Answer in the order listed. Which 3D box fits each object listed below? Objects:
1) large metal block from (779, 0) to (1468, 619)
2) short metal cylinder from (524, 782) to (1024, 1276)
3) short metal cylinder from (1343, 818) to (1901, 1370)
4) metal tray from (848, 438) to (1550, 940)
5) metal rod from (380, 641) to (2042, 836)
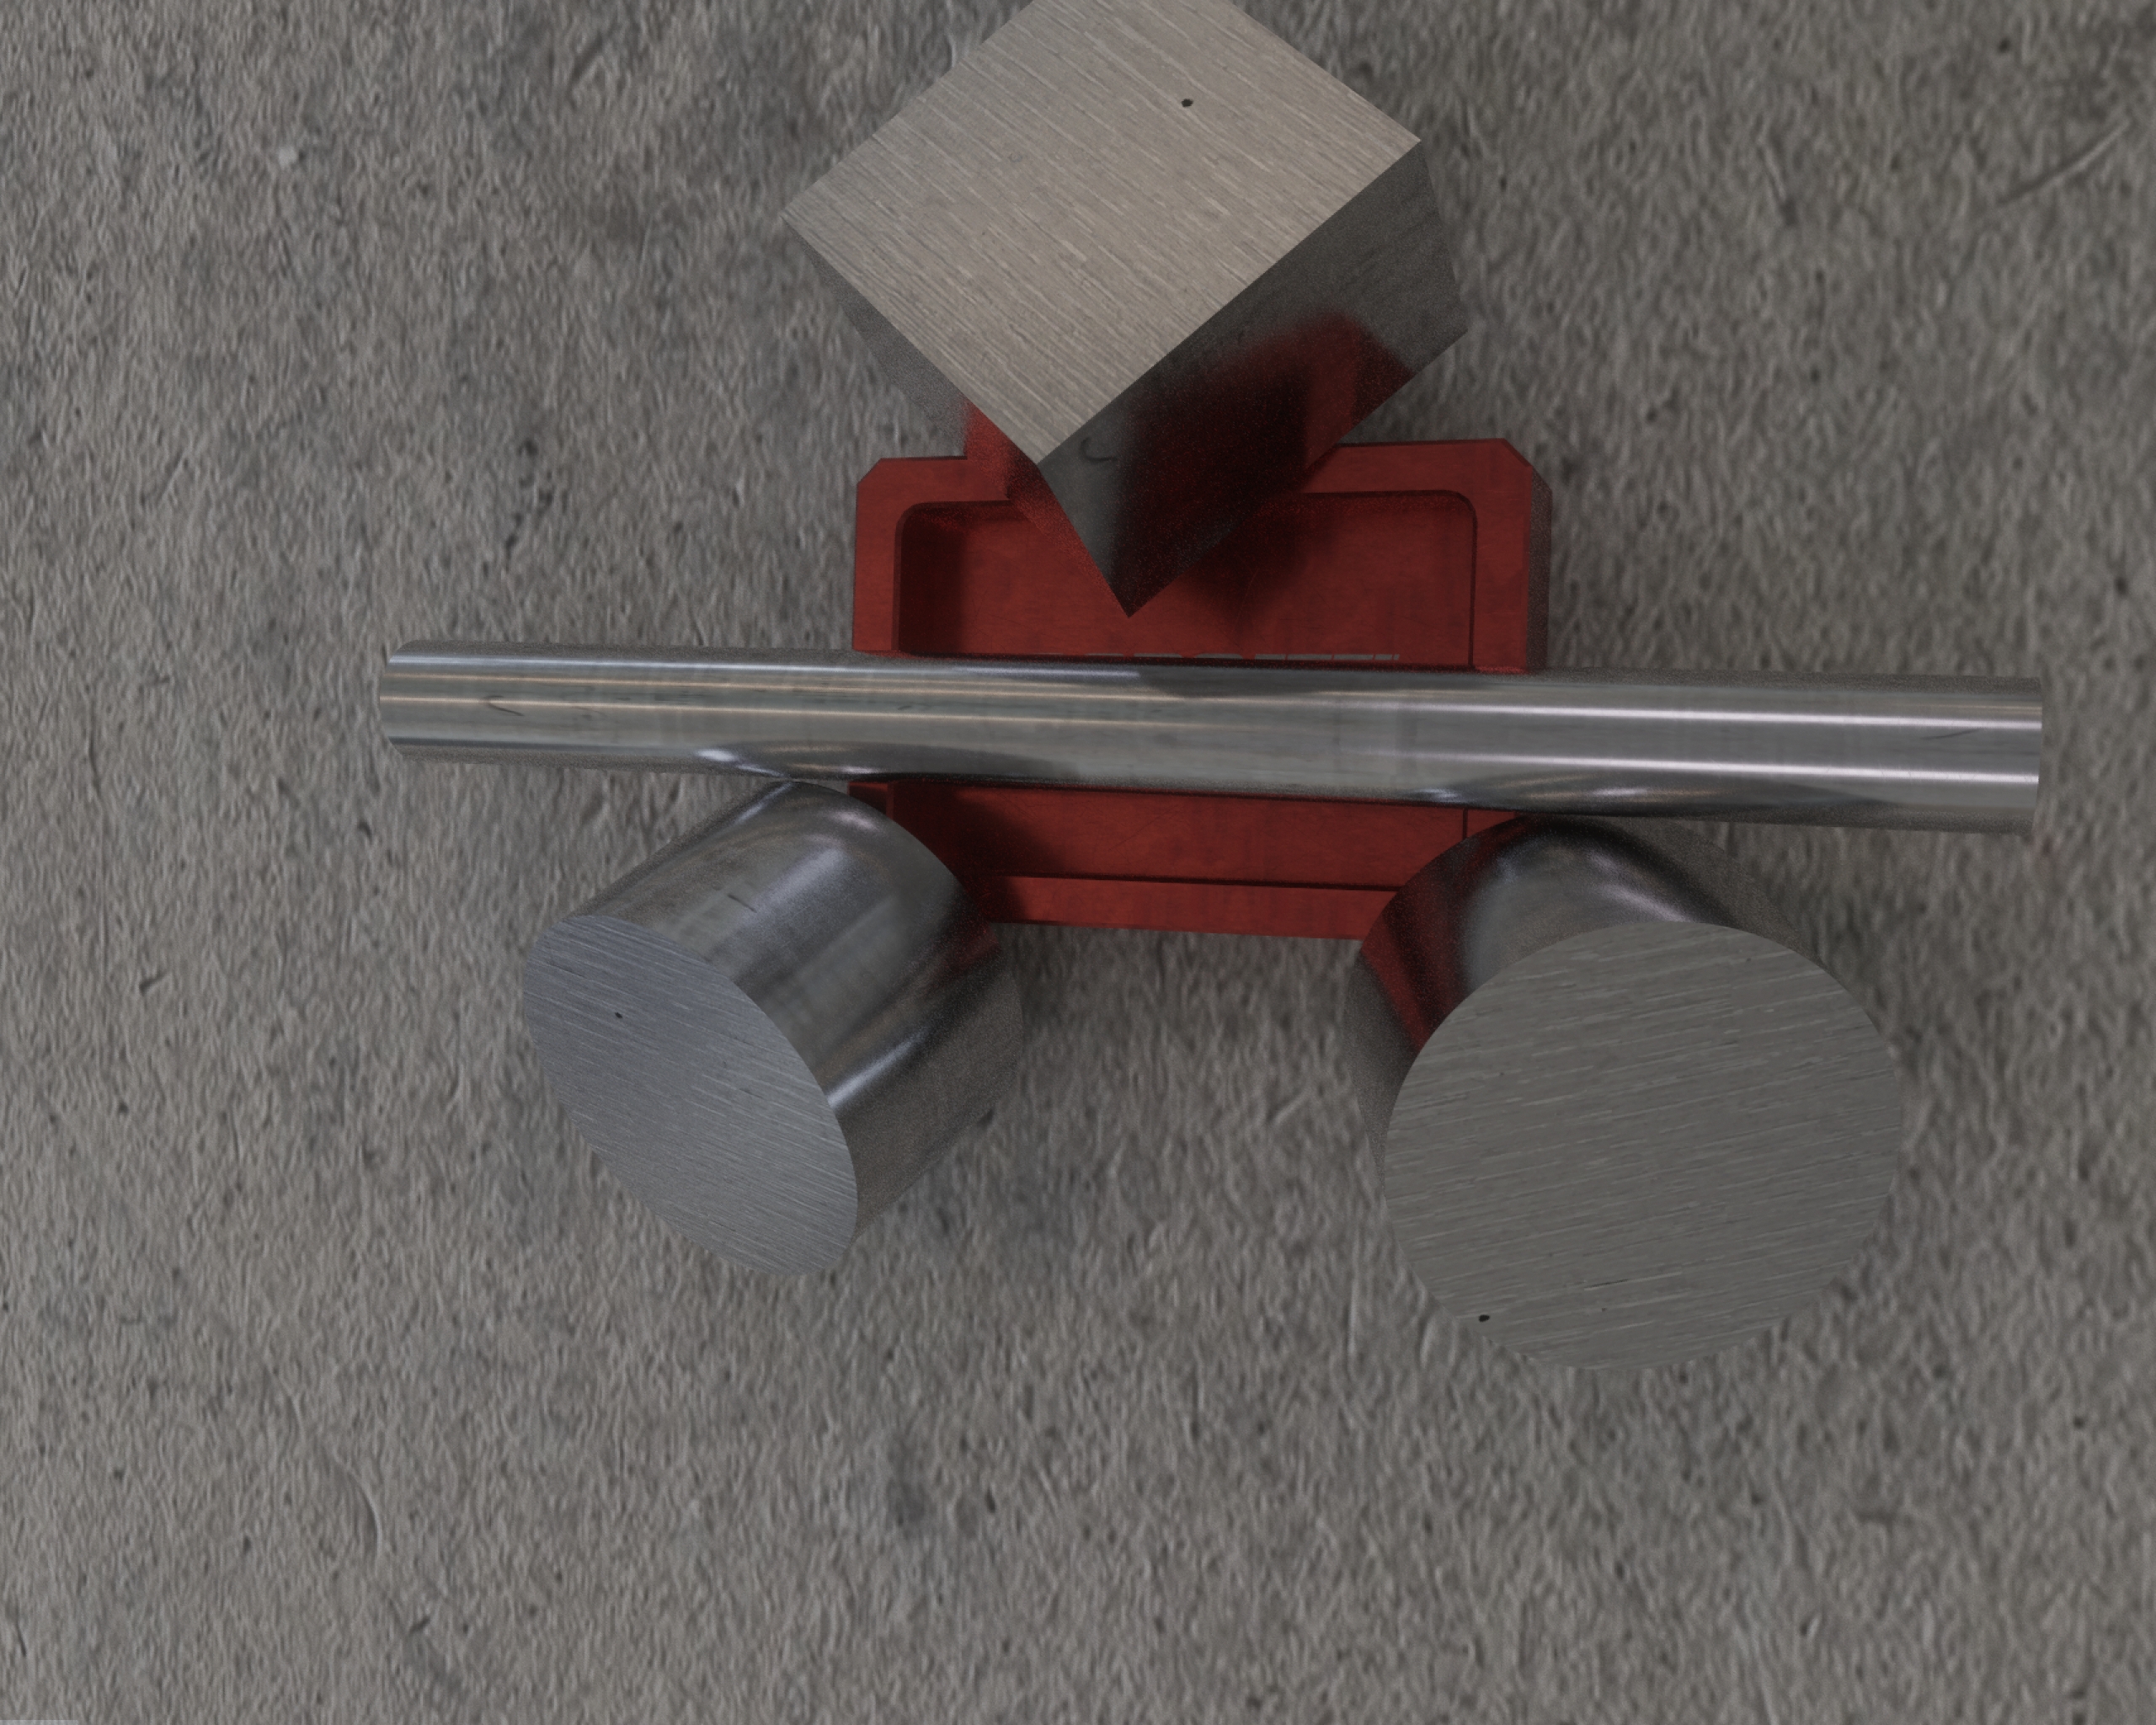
[{"bbox_3d":[0.009,-0.105,0.371,0.080,0.050,0.080,-41,60,-2],"label":"large metal block"},{"bbox_3d":[-0.058,0.031,0.398,0.080,0.050,0.079,22,132,26],"label":"short metal cylinder"},{"bbox_3d":[0.088,0.037,0.348,0.081,0.050,0.079,0,111,-1],"label":"short metal cylinder"},{"bbox_3d":[0.022,-0.032,0.400,0.130,0.030,0.089,2,91,19],"label":"metal tray"},{"bbox_3d":[0.008,-0.025,0.376,0.301,0.025,0.025,3,91,19],"label":"metal rod"}]
